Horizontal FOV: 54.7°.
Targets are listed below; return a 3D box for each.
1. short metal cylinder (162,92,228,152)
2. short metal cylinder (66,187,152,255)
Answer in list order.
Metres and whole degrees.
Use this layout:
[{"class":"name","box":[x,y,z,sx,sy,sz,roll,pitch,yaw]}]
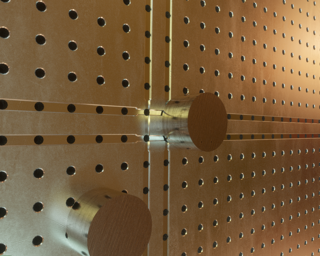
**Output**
[{"class":"short metal cylinder","box":[0.049,-0.008,0.434,0.081,0.050,0.079,0,90,-40]},{"class":"short metal cylinder","box":[-0.056,0.110,0.346,0.081,0.050,0.079,0,90,-40]}]
